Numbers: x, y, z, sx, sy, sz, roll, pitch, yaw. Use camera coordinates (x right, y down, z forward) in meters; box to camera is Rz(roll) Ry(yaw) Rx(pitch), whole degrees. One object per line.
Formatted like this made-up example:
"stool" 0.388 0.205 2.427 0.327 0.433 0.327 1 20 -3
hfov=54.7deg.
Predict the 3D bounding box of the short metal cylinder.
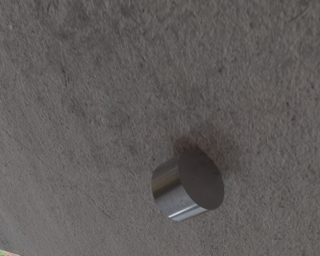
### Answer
"short metal cylinder" 0.036 0.073 0.396 0.080 0.080 0.050 49 128 -7
